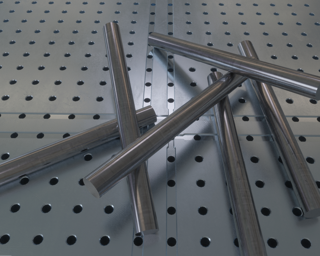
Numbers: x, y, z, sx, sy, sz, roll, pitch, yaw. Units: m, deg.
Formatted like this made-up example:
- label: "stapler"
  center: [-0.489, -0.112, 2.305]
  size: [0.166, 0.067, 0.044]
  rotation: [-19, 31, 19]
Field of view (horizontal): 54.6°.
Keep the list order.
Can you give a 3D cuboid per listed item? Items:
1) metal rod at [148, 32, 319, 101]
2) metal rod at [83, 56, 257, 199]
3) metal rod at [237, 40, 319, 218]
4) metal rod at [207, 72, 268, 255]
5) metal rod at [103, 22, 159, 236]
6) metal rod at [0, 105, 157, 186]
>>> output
- label: "metal rod"
  center: [0.081, -0.097, 0.435]
  size: [0.025, 0.025, 0.300]
  rotation: [-33, 40, -24]
- label: "metal rod"
  center: [0.035, -0.018, 0.381]
  size: [0.025, 0.025, 0.302]
  rotation: [35, 54, 26]
- label: "metal rod"
  center: [0.155, -0.023, 0.428]
  size: [0.025, 0.025, 0.300]
  rotation: [-3, 50, -3]
- label: "metal rod"
  center: [0.089, 0.038, 0.375]
  size: [0.025, 0.025, 0.300]
  rotation: [-1, 50, -1]
- label: "metal rod"
  center: [-0.043, -0.020, 0.390]
  size: [0.025, 0.025, 0.299]
  rotation: [-9, 61, -7]
- label: "metal rod"
  center: [-0.142, 0.036, 0.377]
  size: [0.302, 0.025, 0.025]
  rotation: [-23, 54, -18]
